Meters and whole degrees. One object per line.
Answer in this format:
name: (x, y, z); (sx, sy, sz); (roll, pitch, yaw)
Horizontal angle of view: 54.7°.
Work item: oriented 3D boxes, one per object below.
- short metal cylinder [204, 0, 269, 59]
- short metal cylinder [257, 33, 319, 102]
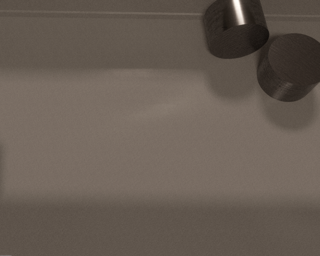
short metal cylinder: (0.106, -0.140, 0.433); (0.081, 0.080, 0.050); (-6, 70, -3)
short metal cylinder: (0.182, -0.083, 0.429); (0.081, 0.050, 0.080); (0, 70, 0)
